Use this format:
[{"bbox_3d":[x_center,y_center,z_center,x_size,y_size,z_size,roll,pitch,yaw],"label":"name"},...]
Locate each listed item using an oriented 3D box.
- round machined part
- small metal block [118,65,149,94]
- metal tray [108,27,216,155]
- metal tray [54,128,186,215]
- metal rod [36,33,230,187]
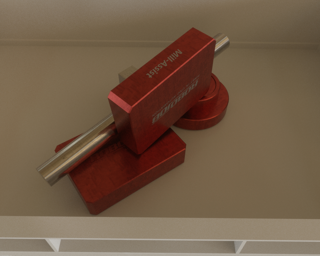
[{"bbox_3d":[0.047,-0.048,0.432,0.099,0.042,0.098,0,50,0],"label":"round machined part"},{"bbox_3d":[-0.030,-0.050,0.429,0.025,0.050,0.050,-37,60,-27],"label":"small metal block"},{"bbox_3d":[0.007,-0.040,0.346,0.030,0.090,0.131,37,65,23],"label":"metal tray"},{"bbox_3d":[-0.046,0.032,0.373,0.131,0.030,0.090,-28,56,-22],"label":"metal tray"},{"bbox_3d":[-0.016,-0.037,0.383,0.025,0.025,0.301,37,63,26],"label":"metal rod"}]
